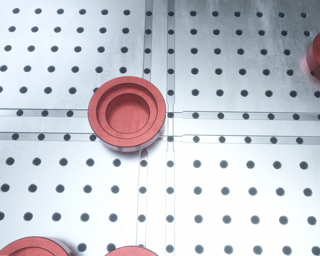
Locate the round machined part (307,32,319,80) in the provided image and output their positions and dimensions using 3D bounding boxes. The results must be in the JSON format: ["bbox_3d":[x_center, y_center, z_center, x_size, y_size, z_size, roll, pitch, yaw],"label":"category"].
[{"bbox_3d":[0.269,-0.108,0.443,0.099,0.042,0.098,0,70,0],"label":"round machined part"}]

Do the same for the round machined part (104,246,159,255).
[{"bbox_3d":[-0.033,0.180,0.337,0.099,0.042,0.098,0,70,0],"label":"round machined part"}]

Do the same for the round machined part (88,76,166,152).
[{"bbox_3d":[-0.041,-0.015,0.408,0.099,0.042,0.098,0,70,0],"label":"round machined part"}]

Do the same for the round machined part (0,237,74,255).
[{"bbox_3d":[-0.137,0.171,0.340,0.099,0.042,0.098,0,70,0],"label":"round machined part"}]
